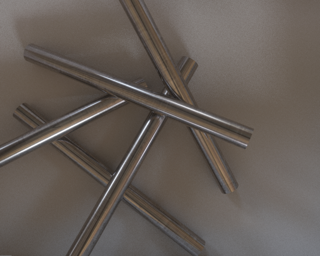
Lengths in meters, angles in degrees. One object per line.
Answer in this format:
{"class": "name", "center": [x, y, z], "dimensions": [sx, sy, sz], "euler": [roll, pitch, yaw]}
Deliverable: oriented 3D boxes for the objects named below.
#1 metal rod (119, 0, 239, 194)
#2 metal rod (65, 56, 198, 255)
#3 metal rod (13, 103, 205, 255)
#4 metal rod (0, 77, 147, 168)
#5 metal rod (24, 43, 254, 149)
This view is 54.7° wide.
{"class": "metal rod", "center": [0.022, -0.047, 0.379], "dimensions": [0.025, 0.025, 0.299], "euler": [-29, 103, 0]}
{"class": "metal rod", "center": [-0.034, 0.040, 0.390], "dimensions": [0.025, 0.025, 0.299], "euler": [30, 82, 0]}
{"class": "metal rod", "center": [-0.066, 0.068, 0.410], "dimensions": [0.300, 0.025, 0.025], "euler": [38, 90, 0]}
{"class": "metal rod", "center": [-0.151, 0.012, 0.381], "dimensions": [0.302, 0.025, 0.025], "euler": [-28, 90, -12]}
{"class": "metal rod", "center": [-0.036, -0.044, 0.377], "dimensions": [0.301, 0.025, 0.025], "euler": [23, 90, 13]}
